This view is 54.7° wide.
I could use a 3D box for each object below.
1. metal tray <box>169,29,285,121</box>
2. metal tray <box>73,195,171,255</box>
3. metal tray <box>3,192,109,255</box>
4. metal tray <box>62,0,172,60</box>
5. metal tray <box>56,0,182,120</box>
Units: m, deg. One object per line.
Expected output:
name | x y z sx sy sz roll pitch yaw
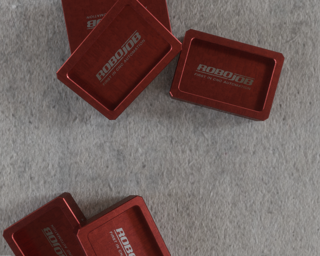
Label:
metal tray | 0.086 -0.068 0.408 0.131 0.030 0.089 15 90 -1
metal tray | -0.039 0.162 0.388 0.091 0.030 0.129 -26 90 -27
metal tray | -0.128 0.163 0.405 0.090 0.030 0.130 -32 90 -1
metal tray | -0.055 -0.140 0.407 0.131 0.030 0.089 -10 90 -1
metal tray | -0.049 -0.084 0.379 0.090 0.030 0.130 41 104 -18
